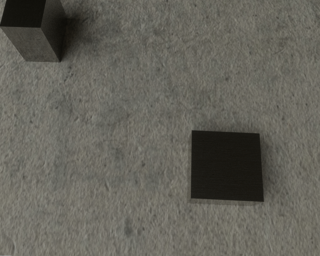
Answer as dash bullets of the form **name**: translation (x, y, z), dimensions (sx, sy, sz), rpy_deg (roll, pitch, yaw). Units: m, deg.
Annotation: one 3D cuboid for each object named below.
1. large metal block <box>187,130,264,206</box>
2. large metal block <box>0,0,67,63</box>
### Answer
- **large metal block**: translation (0.076, 0.050, 0.377), dimensions (0.081, 0.050, 0.080), rpy_deg (3, 70, 0)
- **large metal block**: translation (-0.170, -0.148, 0.431), dimensions (0.050, 0.080, 0.080), rpy_deg (2, 70, 0)
